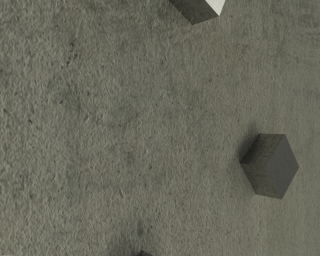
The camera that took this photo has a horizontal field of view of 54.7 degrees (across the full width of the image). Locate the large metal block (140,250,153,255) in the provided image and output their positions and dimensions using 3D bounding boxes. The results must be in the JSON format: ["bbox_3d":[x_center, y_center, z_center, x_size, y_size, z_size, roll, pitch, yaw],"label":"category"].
[{"bbox_3d":[-0.002,0.206,0.368,0.050,0.080,0.080,47,62,-30],"label":"large metal block"}]

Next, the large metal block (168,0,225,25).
[{"bbox_3d":[0.052,-0.206,0.431,0.080,0.050,0.080,33,69,-35],"label":"large metal block"}]

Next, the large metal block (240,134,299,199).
[{"bbox_3d":[0.197,0.067,0.554,0.080,0.050,0.080,-47,118,-30],"label":"large metal block"}]
